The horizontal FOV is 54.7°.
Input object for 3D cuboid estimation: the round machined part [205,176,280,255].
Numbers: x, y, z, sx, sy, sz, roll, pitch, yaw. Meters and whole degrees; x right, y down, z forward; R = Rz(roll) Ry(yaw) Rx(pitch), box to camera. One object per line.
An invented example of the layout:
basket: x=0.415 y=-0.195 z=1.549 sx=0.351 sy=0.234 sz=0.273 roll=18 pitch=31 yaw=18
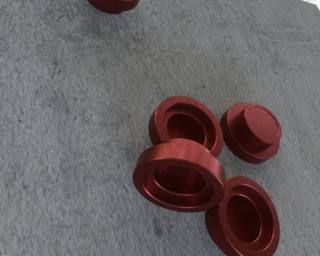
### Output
round machined part: x=0.094 y=0.110 z=0.373 sx=0.099 sy=0.042 sz=0.098 roll=17 pitch=56 yaw=-27

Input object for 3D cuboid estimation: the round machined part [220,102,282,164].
round machined part: x=0.145 y=0.002 z=0.472 sx=0.099 sy=0.042 sz=0.098 roll=14 pitch=56 yaw=-21

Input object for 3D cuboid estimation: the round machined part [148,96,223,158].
round machined part: x=0.030 y=0.010 z=0.405 sx=0.099 sy=0.042 sz=0.098 roll=14 pitch=56 yaw=-21

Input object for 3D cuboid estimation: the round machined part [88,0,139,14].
round machined part: x=-0.079 y=-0.218 z=0.485 sx=0.099 sy=0.042 sz=0.098 roll=14 pitch=56 yaw=-21

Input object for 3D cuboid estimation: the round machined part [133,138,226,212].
round machined part: x=0.023 y=0.049 z=0.342 sx=0.098 sy=0.097 sz=0.042 roll=28 pitch=46 yaw=-11
